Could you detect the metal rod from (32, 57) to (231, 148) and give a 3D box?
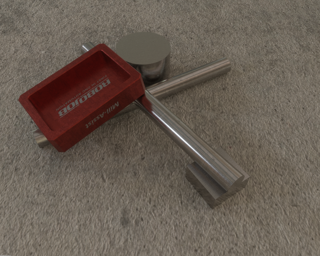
[{"bbox_3d":[-0.026,-0.043,0.441,0.302,0.025,0.025,-24,54,-19],"label":"metal rod"}]

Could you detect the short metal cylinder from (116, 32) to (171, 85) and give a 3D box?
[{"bbox_3d":[-0.024,-0.103,0.474,0.081,0.050,0.080,0,50,0],"label":"short metal cylinder"}]

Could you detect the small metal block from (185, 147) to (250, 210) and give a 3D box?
[{"bbox_3d":[0.065,0.057,0.358,0.050,0.025,0.050,-27,55,-21],"label":"small metal block"}]

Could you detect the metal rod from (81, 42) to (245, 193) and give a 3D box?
[{"bbox_3d":[-0.015,-0.031,0.398,0.025,0.025,0.300,-32,57,-24],"label":"metal rod"}]

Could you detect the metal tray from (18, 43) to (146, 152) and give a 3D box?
[{"bbox_3d":[-0.096,-0.042,0.385,0.131,0.030,0.090,-38,59,-14],"label":"metal tray"}]
